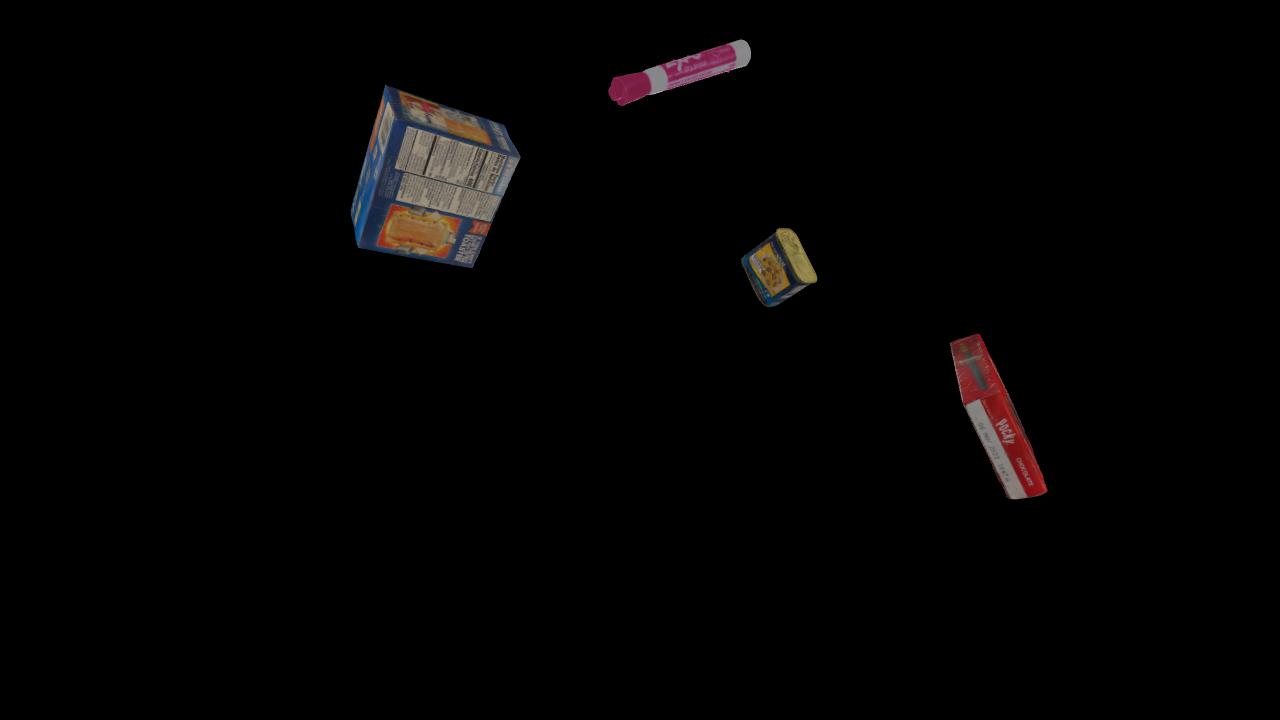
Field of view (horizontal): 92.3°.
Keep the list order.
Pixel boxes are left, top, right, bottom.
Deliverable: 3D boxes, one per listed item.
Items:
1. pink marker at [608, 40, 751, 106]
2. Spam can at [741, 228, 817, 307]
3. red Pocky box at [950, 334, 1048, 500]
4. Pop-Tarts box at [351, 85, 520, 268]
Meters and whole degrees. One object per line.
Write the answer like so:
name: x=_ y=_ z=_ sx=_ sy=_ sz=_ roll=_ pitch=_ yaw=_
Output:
pink marker: x=0.029 y=-0.207 z=0.443 sx=0.121 sy=0.020 sz=0.020 roll=-28 pitch=12 yaw=-23
Spam can: x=0.222 y=-0.147 z=0.993 sx=0.058 sy=0.101 sz=0.085 roll=-8 pitch=-20 yaw=-43
red Pocky box: x=0.280 y=0.037 z=0.490 sx=0.028 sy=0.083 sz=0.155 roll=-26 pitch=6 yaw=28
Pop-Tarts box: x=-0.243 y=-0.206 z=0.720 sx=0.141 sy=0.083 sz=0.167 roll=6 pitch=-46 yaw=-36
